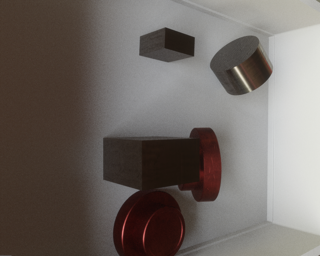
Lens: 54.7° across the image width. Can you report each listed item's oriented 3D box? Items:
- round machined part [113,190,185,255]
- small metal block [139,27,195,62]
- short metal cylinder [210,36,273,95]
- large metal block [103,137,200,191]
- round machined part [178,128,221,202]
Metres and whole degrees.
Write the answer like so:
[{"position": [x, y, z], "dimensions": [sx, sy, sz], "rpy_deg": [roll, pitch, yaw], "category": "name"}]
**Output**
[{"position": [-0.006, 0.129, 0.393], "dimensions": [0.099, 0.042, 0.097], "rpy_deg": [0, 90, -40], "category": "round machined part"}, {"position": [0.009, -0.105, 0.399], "dimensions": [0.050, 0.050, 0.025], "rpy_deg": [4, 88, -40], "category": "small metal block"}, {"position": [0.125, -0.096, 0.478], "dimensions": [0.050, 0.080, 0.080], "rpy_deg": [49, 61, -30], "category": "short metal cylinder"}, {"position": [-0.011, 0.037, 0.362], "dimensions": [0.081, 0.080, 0.050], "rpy_deg": [0, 91, -38], "category": "large metal block"}, {"position": [0.046, 0.048, 0.412], "dimensions": [0.042, 0.098, 0.097], "rpy_deg": [-1, 91, -7], "category": "round machined part"}]
